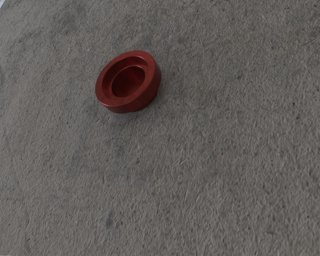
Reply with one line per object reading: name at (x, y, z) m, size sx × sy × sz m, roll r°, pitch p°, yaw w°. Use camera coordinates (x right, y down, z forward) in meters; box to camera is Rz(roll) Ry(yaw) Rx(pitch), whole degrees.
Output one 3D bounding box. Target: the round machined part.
round machined part at (-0.042, -0.062, 0.454) m, size 0.098 × 0.042 × 0.098 m, roll -13°, pitch 56°, yaw 21°
